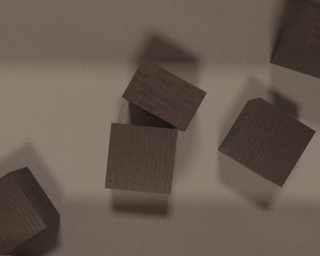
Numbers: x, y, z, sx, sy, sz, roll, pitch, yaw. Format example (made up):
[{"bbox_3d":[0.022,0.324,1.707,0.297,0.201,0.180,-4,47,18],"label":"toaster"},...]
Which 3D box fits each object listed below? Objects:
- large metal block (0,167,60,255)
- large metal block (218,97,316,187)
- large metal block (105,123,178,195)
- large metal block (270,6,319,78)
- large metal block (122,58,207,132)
[{"bbox_3d":[-0.192,0.108,0.396,0.080,0.050,0.080,-34,90,0],"label":"large metal block"},{"bbox_3d":[0.134,0.017,0.401,0.080,0.050,0.080,31,90,-1],"label":"large metal block"},{"bbox_3d":[-0.023,0.037,0.399,0.081,0.050,0.079,6,90,-1],"label":"large metal block"},{"bbox_3d":[0.197,-0.101,0.387,0.080,0.080,0.050,17,90,-1],"label":"large metal block"},{"bbox_3d":[0.005,-0.037,0.384,0.080,0.080,0.050,29,90,-1],"label":"large metal block"}]
